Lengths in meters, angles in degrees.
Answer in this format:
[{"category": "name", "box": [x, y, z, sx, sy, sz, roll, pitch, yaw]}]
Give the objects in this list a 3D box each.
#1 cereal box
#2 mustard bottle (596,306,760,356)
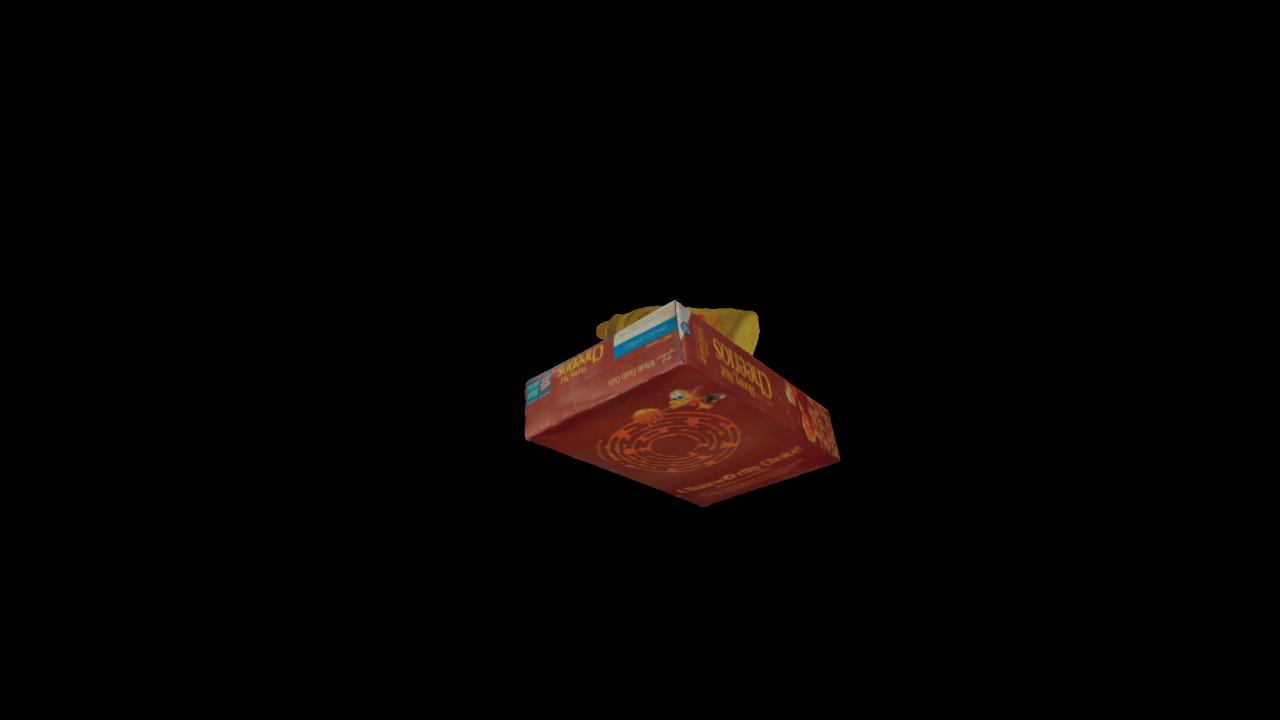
[{"category": "cereal box", "box": [0.055, 0.067, 0.671, 0.203, 0.081, 0.306, -28, -41, 32]}, {"category": "mustard bottle", "box": [0.031, -0.024, 0.677, 0.184, 0.054, 0.092, 7, 48, 30]}]
